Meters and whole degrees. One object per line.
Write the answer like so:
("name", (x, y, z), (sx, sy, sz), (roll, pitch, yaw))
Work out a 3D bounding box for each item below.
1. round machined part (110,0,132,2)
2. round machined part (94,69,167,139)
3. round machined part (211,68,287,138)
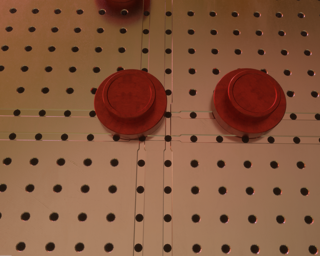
("round machined part", (-0.063, -0.240, 0.490), (0.099, 0.042, 0.098), (0, 70, -1))
("round machined part", (-0.040, -0.037, 0.416), (0.099, 0.042, 0.098), (0, 70, -1))
("round machined part", (0.122, -0.039, 0.418), (0.099, 0.042, 0.098), (0, 70, -1))
